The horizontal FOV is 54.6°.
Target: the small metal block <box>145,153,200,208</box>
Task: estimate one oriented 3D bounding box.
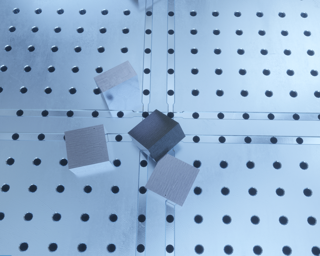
[{"bbox_3d":[0.015,0.065,0.388,0.050,0.025,0.050,26,72,9],"label":"small metal block"}]

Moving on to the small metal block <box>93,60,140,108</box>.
[{"bbox_3d":[-0.057,-0.058,0.419,0.050,0.050,0.025,-29,73,-10],"label":"small metal block"}]

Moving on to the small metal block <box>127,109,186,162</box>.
[{"bbox_3d":[-0.005,0.009,0.396,0.050,0.025,0.050,-41,41,-13],"label":"small metal block"}]

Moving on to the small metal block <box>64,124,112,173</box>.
[{"bbox_3d":[-0.093,0.027,0.402,0.050,0.025,0.050,-11,70,-4],"label":"small metal block"}]
